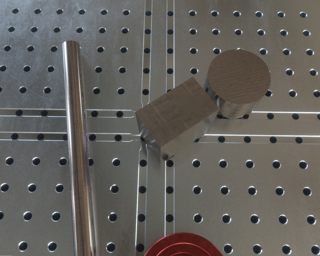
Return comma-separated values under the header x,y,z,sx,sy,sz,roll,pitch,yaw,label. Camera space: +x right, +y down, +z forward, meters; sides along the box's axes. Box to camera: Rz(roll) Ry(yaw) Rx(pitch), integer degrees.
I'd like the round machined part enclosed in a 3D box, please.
x,y,z,sx,sy,sz,roll,pitch,yaw,label
0.025,0.167,0.342,0.099,0.042,0.098,0,70,0,round machined part

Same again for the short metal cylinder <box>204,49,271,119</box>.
x,y,z,sx,sy,sz,roll,pitch,yaw,label
0.102,-0.058,0.420,0.081,0.050,0.080,0,70,0,short metal cylinder

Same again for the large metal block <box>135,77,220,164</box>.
x,y,z,sx,sy,sz,roll,pitch,yaw,label
0.020,-0.006,0.385,0.080,0.080,0.050,-33,74,-11,large metal block

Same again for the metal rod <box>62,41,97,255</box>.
x,y,z,sx,sy,sz,roll,pitch,yaw,label
-0.108,0.018,0.404,0.025,0.025,0.299,-8,70,-3,metal rod
